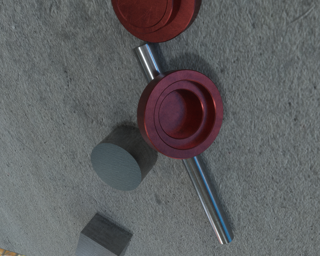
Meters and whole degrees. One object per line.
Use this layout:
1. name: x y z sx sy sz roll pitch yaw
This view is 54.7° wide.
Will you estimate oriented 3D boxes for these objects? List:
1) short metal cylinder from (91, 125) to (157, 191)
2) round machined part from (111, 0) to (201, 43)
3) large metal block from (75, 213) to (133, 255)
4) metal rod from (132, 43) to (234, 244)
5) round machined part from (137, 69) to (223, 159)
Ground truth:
1. short metal cylinder: -0.051 0.043 0.444 0.080 0.050 0.079 13 124 21
2. round machined part: -0.010 -0.136 0.317 0.098 0.042 0.097 13 124 21
3. large metal block: -0.106 0.220 0.583 0.080 0.050 0.079 28 128 10
4. metal rod: 0.038 0.033 0.406 0.025 0.025 0.299 -12 113 33
5. round machined part: 0.019 -0.017 0.352 0.042 0.099 0.098 18 135 63
